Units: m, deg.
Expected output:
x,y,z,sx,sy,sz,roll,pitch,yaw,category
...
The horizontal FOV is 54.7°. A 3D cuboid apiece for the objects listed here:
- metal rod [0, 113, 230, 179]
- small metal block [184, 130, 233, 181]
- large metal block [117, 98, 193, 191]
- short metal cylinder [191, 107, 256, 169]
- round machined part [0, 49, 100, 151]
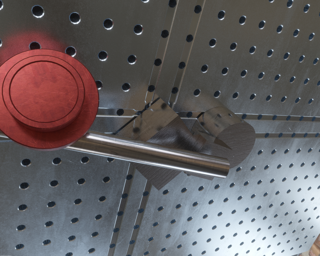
x,y,z,sx,sy,sz,roll,pitch,yaw,category
-0.065,0.017,0.331,0.302,0.025,0.025,13,113,-16,metal rod
0.057,0.036,0.399,0.050,0.025,0.050,20,108,-36,small metal block
-0.001,0.022,0.407,0.080,0.050,0.080,-40,130,-2,large metal block
0.092,0.015,0.457,0.081,0.050,0.079,-14,125,-21,short metal cylinder
-0.107,-0.029,0.290,0.099,0.042,0.097,3,79,-17,round machined part
